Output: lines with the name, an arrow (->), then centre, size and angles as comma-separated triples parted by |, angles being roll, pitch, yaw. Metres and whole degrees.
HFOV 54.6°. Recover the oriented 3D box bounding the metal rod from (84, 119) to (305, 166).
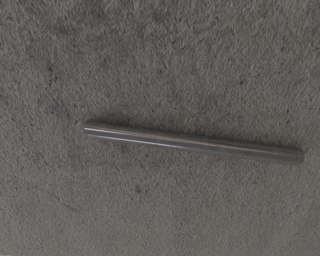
metal rod -> 0.051, 0.021, 0.425 | 0.302, 0.025, 0.025 | 8, 130, -7
